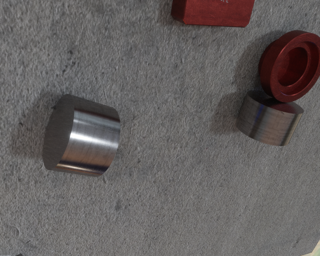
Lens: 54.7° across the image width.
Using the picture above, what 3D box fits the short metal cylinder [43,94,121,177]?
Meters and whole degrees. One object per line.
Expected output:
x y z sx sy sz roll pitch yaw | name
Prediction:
-0.085 0.009 0.331 0.050 0.080 0.080 17 110 -35 | short metal cylinder

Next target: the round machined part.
0.180 -0.089 0.438 0.099 0.042 0.097 -14 122 -22 | round machined part

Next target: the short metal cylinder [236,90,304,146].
0.157 -0.016 0.447 0.081 0.080 0.050 0 119 -29 | short metal cylinder

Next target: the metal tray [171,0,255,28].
0.066 -0.178 0.330 0.091 0.030 0.129 -6 121 -25 | metal tray

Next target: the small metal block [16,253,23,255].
-0.200 0.204 0.408 0.050 0.050 0.025 -25 128 -13 | small metal block
